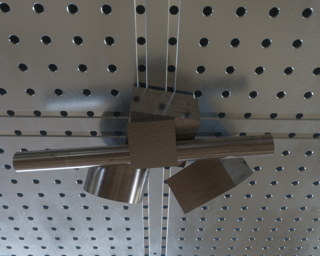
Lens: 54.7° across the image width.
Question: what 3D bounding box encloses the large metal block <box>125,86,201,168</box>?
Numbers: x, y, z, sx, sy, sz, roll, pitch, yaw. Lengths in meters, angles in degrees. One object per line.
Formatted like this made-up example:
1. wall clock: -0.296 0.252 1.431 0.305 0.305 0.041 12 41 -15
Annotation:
1. large metal block: -0.001 0.000 0.390 0.081 0.050 0.079 8 130 -7

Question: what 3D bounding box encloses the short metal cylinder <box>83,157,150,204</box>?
1. short metal cylinder: -0.057 0.066 0.418 0.081 0.080 0.050 15 86 -13

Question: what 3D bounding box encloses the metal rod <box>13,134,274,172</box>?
1. metal rod: -0.022 0.030 0.367 0.302 0.025 0.025 -4 130 3

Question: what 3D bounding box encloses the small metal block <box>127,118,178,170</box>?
1. small metal block: -0.007 0.017 0.340 0.050 0.025 0.050 -4 95 3

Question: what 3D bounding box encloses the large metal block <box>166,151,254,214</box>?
1. large metal block: 0.069 0.066 0.419 0.080 0.050 0.080 -37 165 27
